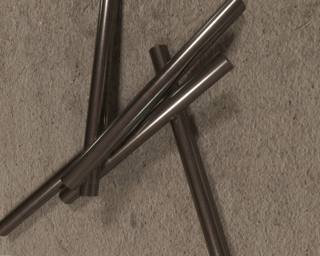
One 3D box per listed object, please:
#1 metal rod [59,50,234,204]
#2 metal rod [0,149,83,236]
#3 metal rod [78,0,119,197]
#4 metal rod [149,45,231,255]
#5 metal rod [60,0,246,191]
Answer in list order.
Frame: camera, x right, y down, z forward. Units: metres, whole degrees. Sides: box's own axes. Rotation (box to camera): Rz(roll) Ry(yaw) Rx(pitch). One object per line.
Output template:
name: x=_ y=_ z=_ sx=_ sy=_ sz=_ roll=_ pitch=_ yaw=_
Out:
metal rod: x=-0.032 y=0.012 z=0.399 sx=0.299 sy=0.025 sz=0.025 roll=-40 pitch=78 yaw=22
metal rod: x=-0.141 y=0.071 z=0.457 sx=0.300 sy=0.025 sz=0.025 roll=-39 pitch=78 yaw=15
metal rod: x=-0.080 y=-0.062 z=0.414 sx=0.025 sy=0.025 sz=0.298 roll=2 pitch=83 yaw=19
metal rod: x=0.039 y=0.038 z=0.394 sx=0.025 sy=0.025 sz=0.298 roll=-18 pitch=84 yaw=19
metal rod: x=-0.008 y=-0.043 z=0.375 sx=0.025 sy=0.025 sz=0.300 roll=43 pitch=90 yaw=14
